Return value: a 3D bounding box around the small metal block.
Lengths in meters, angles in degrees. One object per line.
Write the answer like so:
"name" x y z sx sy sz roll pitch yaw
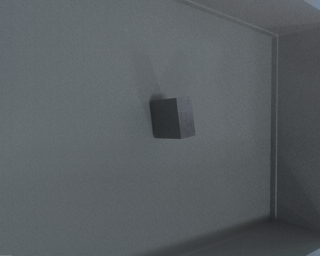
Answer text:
"small metal block" 0.016 -0.013 0.398 0.025 0.050 0.050 -11 97 -39
